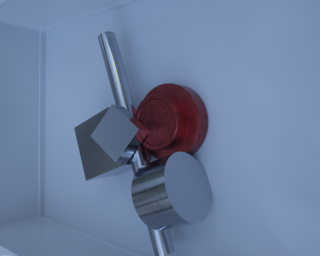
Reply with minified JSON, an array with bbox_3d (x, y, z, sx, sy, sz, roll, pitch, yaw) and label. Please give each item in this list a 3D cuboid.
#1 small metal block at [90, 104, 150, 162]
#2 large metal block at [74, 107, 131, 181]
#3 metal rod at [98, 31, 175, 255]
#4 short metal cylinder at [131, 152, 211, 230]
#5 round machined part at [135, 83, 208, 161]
[{"bbox_3d":[-0.049,0.007,0.381,0.050,0.025,0.050,42,104,24],"label":"small metal block"},{"bbox_3d":[-0.070,0.023,0.441,0.080,0.050,0.080,-26,74,37],"label":"large metal block"},{"bbox_3d":[-0.035,0.010,0.404,0.025,0.025,0.299,-26,74,37],"label":"metal rod"},{"bbox_3d":[0.014,0.073,0.356,0.050,0.081,0.080,-26,74,37],"label":"short metal cylinder"},{"bbox_3d":[0.007,-0.007,0.386,0.098,0.042,0.097,0,90,39],"label":"round machined part"}]
